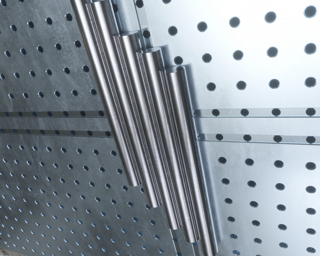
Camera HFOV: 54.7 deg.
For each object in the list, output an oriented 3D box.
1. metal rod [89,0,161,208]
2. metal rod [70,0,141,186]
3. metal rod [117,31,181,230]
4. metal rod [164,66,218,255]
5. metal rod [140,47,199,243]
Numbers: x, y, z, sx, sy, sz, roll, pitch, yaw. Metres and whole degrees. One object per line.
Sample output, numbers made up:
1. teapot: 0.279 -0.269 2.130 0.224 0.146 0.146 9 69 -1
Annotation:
1. metal rod: -0.038 -0.015 0.419 0.025 0.025 0.298 1 119 27
2. metal rod: -0.068 -0.048 0.415 0.025 0.025 0.298 1 119 27
3. metal rod: -0.007 0.021 0.425 0.025 0.025 0.298 1 119 27
4. metal rod: 0.048 0.063 0.423 0.025 0.025 0.298 1 119 27
5. metal rod: 0.020 0.040 0.424 0.025 0.025 0.298 1 119 27
